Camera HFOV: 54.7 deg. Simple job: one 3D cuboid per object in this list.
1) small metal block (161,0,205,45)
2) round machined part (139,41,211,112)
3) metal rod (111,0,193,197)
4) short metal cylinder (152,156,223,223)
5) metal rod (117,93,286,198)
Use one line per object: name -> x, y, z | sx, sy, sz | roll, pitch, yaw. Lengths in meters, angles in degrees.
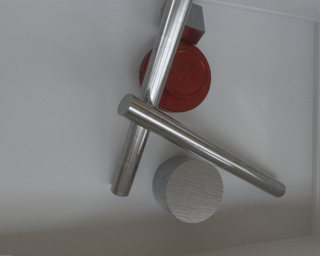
small metal block -> 0.030, -0.143, 0.411 | 0.050, 0.025, 0.050 | 11, 57, -20
round machined part -> 0.025, -0.070, 0.412 | 0.099, 0.042, 0.097 | 0, 90, -21
metal rod -> -0.006, -0.053, 0.346 | 0.025, 0.025, 0.298 | 11, 111, -20
short metal cylinder -> 0.036, 0.079, 0.412 | 0.081, 0.050, 0.079 | 0, 90, -20
metal rod -> 0.074, 0.036, 0.398 | 0.301, 0.025, 0.025 | 29, 80, -34
